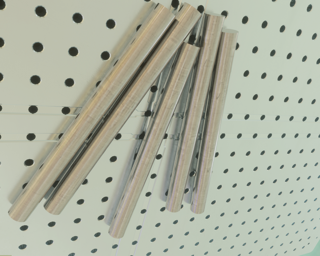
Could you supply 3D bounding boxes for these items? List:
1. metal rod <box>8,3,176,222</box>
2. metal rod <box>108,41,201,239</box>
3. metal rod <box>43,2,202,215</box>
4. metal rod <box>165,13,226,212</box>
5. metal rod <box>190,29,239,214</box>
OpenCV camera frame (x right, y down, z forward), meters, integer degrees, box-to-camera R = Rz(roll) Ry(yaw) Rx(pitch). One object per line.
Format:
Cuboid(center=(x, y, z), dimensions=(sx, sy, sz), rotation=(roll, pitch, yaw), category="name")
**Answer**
Cuboid(center=(-0.083, -0.010, 0.358), dimensions=(0.025, 0.025, 0.299), rotation=(31, 101, -38), category="metal rod")
Cuboid(center=(-0.015, 0.030, 0.421), dimensions=(0.025, 0.025, 0.298), rotation=(8, 114, -32), category="metal rod")
Cuboid(center=(-0.051, -0.015, 0.374), dimensions=(0.025, 0.025, 0.299), rotation=(29, 102, -38), category="metal rod")
Cuboid(center=(0.043, -0.003, 0.432), dimensions=(0.025, 0.025, 0.298), rotation=(-5, 121, -26), category="metal rod")
Cuboid(center=(0.074, 0.009, 0.456), dimensions=(0.025, 0.025, 0.298), rotation=(-10, 123, -23), category="metal rod")
